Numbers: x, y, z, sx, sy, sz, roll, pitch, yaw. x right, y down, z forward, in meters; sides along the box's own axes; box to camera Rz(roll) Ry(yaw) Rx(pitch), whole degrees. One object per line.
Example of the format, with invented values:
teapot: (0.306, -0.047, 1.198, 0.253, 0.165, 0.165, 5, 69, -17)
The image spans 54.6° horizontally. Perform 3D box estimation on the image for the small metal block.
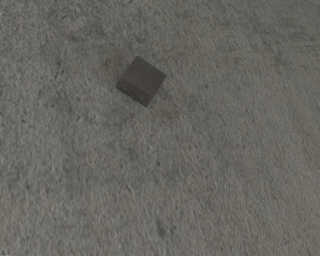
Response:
small metal block: (-0.025, -0.065, 0.429, 0.050, 0.025, 0.050, 33, 51, -7)
